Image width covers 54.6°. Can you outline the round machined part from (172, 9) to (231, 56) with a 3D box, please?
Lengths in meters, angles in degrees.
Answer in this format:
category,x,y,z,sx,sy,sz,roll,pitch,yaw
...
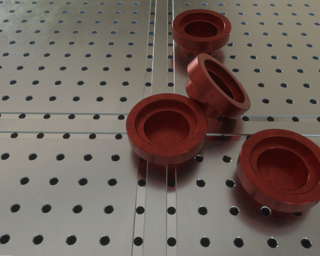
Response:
category,x,y,z,sx,sy,sz,roll,pitch,yaw
round machined part,0.069,-0.159,0.531,0.099,0.042,0.098,0,50,0

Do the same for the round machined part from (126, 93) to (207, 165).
category,x,y,z,sx,sy,sz,roll,pitch,yaw
round machined part,0.009,0.005,0.391,0.099,0.042,0.098,-1,52,2

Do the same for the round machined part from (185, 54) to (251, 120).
category,x,y,z,sx,sy,sz,roll,pitch,yaw
round machined part,0.073,-0.050,0.418,0.098,0.042,0.098,32,34,-24

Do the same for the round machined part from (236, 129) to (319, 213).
category,x,y,z,sx,sy,sz,roll,pitch,yaw
round machined part,0.137,0.051,0.354,0.099,0.042,0.098,0,50,0
